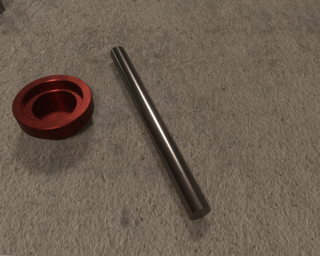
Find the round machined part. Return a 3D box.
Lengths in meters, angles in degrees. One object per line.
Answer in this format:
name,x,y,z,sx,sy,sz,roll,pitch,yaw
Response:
round machined part,-0.137,-0.023,0.409,0.099,0.042,0.098,0,50,0

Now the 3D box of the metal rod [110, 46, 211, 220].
metal rod,-0.013,-0.016,0.416,0.025,0.025,0.300,-17,52,-14

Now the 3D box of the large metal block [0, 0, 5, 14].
large metal block,-0.352,-0.252,0.574,0.080,0.080,0.050,17,52,13
